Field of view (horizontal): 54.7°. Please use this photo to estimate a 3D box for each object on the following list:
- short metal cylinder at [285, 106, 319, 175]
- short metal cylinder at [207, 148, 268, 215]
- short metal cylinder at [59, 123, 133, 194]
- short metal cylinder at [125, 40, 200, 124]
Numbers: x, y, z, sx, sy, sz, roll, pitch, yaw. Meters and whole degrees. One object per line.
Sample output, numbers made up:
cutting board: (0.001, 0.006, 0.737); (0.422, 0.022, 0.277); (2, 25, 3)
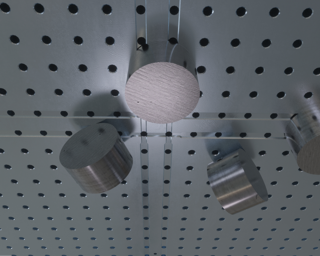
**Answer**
short metal cylinder: (0.215, 0.017, 0.412); (0.081, 0.050, 0.079); (0, 130, 0)
short metal cylinder: (0.111, 0.076, 0.441); (0.050, 0.080, 0.080); (-31, 124, 23)
short metal cylinder: (-0.083, 0.039, 0.408); (0.080, 0.080, 0.050); (-15, 129, 12)
short metal cylinder: (0.003, -0.051, 0.351); (0.081, 0.050, 0.079); (0, 130, 0)
